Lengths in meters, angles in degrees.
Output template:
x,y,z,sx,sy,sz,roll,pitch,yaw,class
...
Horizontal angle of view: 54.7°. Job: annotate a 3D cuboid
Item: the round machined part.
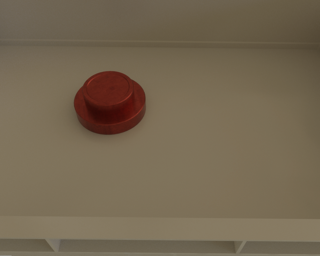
x,y,z,sx,sy,sz,roll,pitch,yaw,class
-0.069,-0.042,0.428,0.099,0.042,0.098,0,50,0,round machined part
